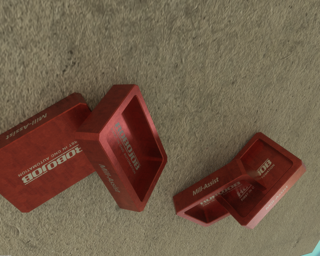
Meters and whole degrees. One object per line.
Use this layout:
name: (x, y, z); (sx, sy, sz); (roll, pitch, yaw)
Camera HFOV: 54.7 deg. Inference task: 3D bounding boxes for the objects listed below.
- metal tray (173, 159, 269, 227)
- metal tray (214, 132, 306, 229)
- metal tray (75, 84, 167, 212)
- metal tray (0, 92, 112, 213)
metal tray: (0.097, 0.108, 0.494); (0.130, 0.030, 0.090); (-36, 133, 22)
metal tray: (0.150, 0.081, 0.491); (0.130, 0.090, 0.030); (-49, 136, 4)
metal tray: (-0.037, 0.025, 0.365); (0.090, 0.030, 0.129); (-61, 142, -39)
metal tray: (-0.125, 0.030, 0.354); (0.131, 0.030, 0.090); (-32, 129, -8)
